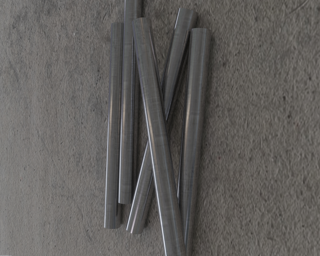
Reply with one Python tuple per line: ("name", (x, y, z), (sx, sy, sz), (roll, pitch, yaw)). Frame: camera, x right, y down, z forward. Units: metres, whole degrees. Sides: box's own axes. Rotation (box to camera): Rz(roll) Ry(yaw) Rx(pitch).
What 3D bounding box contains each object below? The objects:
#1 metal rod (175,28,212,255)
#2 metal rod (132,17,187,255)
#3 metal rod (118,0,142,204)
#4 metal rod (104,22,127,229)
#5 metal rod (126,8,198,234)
("metal rod", (0.036, 0.034, 0.374), (0.025, 0.025, 0.298), (8, 95, 40))
("metal rod", (-0.002, 0.013, 0.372), (0.025, 0.025, 0.298), (-14, 81, 39))
("metal rod", (-0.042, -0.043, 0.439), (0.025, 0.025, 0.298), (3, 92, 40))
("metal rod", (-0.065, -0.002, 0.458), (0.025, 0.025, 0.298), (4, 93, 40))
("metal rod", (-0.001, 0.000, 0.405), (0.025, 0.025, 0.298), (23, 104, 38))
